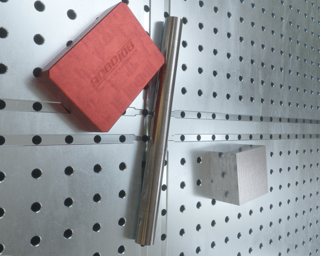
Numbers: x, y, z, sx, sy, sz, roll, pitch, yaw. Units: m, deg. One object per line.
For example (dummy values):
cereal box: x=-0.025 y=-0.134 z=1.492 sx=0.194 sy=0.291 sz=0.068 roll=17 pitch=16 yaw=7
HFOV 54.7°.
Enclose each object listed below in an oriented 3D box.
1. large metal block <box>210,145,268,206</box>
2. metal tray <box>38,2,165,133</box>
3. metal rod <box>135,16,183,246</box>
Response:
large metal block: x=0.130 y=0.072 z=0.505 sx=0.081 sy=0.050 sz=0.079 roll=-8 pitch=95 yaw=-40
metal tray: x=-0.060 y=-0.070 z=0.357 sx=0.090 sy=0.030 sz=0.130 roll=51 pitch=60 yaw=-28
metal rod: x=0.000 y=-0.001 z=0.410 sx=0.025 sy=0.025 sz=0.298 roll=13 pitch=82 yaw=-40
